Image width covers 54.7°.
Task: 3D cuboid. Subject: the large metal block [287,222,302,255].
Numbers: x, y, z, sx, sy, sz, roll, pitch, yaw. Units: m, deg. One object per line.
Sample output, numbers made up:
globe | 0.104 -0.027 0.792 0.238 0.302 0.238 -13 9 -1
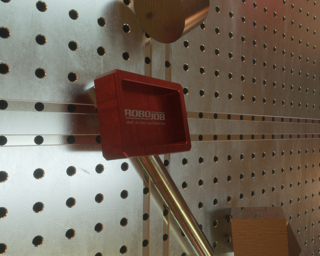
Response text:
large metal block | 0.209 0.224 0.568 0.080 0.050 0.080 -46 118 -30

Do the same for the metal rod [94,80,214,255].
metal rod | 0.003 0.069 0.411 0.025 0.025 0.299 -43 116 -31

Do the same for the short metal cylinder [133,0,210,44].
short metal cylinder | 0.014 -0.153 0.384 0.050 0.080 0.080 -42 116 -32

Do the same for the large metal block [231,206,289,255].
large metal block | 0.159 0.174 0.497 0.050 0.080 0.079 -26 111 -75

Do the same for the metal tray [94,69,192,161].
metal tray | -0.014 -0.012 0.363 0.131 0.030 0.090 1 79 -54
